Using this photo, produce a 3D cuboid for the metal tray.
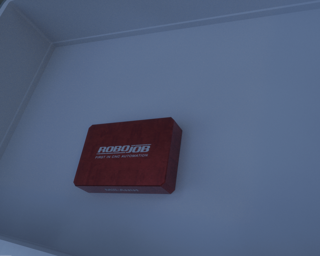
[{"bbox_3d":[-0.041,0.037,0.400,0.130,0.030,0.090,-5,59,25],"label":"metal tray"}]
